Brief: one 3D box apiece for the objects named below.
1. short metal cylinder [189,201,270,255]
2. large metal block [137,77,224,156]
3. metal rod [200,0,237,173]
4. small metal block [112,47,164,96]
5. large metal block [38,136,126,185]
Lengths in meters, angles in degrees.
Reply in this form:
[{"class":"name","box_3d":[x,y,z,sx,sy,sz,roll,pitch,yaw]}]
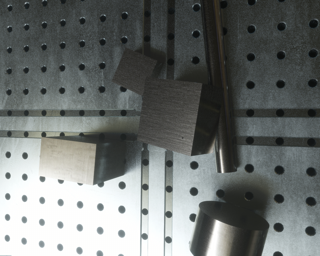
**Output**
[{"class":"short metal cylinder","box_3d":[0.078,0.123,0.356,0.080,0.080,0.050,14,95,19]},{"class":"large metal block","box_3d":[0.024,-0.016,0.376,0.080,0.050,0.079,14,99,37]},{"class":"metal rod","box_3d":[0.069,-0.095,0.388,0.025,0.025,0.298,-6,88,20]},{"class":"small metal block","box_3d":[-0.030,-0.075,0.423,0.050,0.025,0.050,27,99,18]},{"class":"large metal block","box_3d":[-0.102,0.040,0.419,0.080,0.080,0.050,6,92,20]}]
